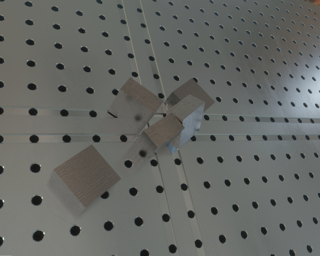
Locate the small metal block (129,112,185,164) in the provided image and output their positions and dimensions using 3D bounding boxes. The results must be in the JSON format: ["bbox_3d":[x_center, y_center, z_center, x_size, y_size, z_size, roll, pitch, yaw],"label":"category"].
[{"bbox_3d":[-0.004,0.013,0.381,0.050,0.050,0.025,-34,81,-38],"label":"small metal block"}]

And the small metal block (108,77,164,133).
[{"bbox_3d":[-0.031,-0.028,0.392,0.050,0.050,0.025,35,51,-5],"label":"small metal block"}]

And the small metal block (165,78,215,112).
[{"bbox_3d":[0.044,-0.039,0.455,0.050,0.025,0.050,47,51,5],"label":"small metal block"}]

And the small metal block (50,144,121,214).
[{"bbox_3d":[-0.079,0.054,0.332,0.050,0.025,0.050,48,51,6],"label":"small metal block"}]

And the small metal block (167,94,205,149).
[{"bbox_3d":[0.032,-0.009,0.410,0.025,0.050,0.050,31,47,25],"label":"small metal block"}]
